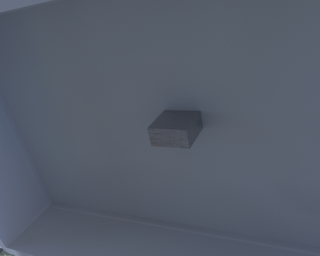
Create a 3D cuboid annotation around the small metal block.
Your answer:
[{"bbox_3d":[0.020,0.000,0.381,0.050,0.050,0.025,3,120,26],"label":"small metal block"}]
